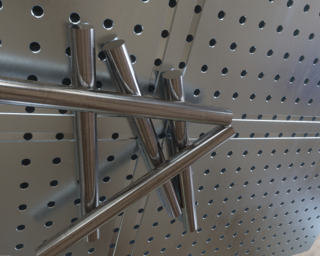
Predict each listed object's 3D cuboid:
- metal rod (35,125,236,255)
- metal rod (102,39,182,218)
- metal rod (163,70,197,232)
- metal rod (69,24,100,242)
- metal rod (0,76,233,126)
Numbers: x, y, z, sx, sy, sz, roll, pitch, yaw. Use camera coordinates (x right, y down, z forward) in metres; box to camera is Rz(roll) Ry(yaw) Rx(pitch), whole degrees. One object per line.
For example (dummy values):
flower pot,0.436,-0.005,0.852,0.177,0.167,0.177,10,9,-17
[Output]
metal rod,-0.027,0.082,0.416,0.301,0.025,0.025,-33,129,-7
metal rod,-0.012,0.024,0.420,0.025,0.025,0.299,-27,128,-12
metal rod,0.035,0.055,0.466,0.025,0.025,0.298,-21,127,-16
metal rod,-0.089,0.028,0.380,0.025,0.025,0.298,-9,123,-24
metal rod,-0.039,-0.026,0.343,0.302,0.025,0.025,5,116,-31
